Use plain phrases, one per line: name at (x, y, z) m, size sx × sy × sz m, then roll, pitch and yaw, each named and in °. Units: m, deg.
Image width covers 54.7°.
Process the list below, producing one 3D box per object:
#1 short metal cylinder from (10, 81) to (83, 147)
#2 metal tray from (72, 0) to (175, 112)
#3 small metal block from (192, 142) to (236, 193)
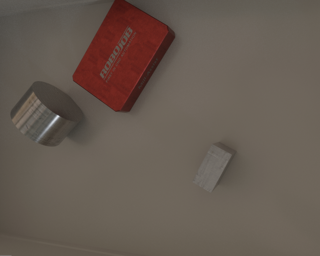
short metal cylinder at (-0.158, -0.020, 0.435) m, size 0.050 × 0.080 × 0.080 m, roll -46°, pitch 76°, yaw 14°
metal tray at (-0.051, -0.097, 0.425) m, size 0.090 × 0.030 × 0.129 m, roll 36°, pitch 101°, yaw 16°
small metal block at (0.067, 0.046, 0.373) m, size 0.025 × 0.050 × 0.050 m, roll 29°, pitch 100°, yaw 17°
